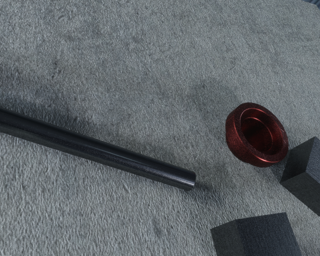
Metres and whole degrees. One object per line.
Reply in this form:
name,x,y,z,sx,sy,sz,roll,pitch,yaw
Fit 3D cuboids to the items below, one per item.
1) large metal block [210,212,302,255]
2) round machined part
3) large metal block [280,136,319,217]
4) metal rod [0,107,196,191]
large metal block,0.115,0.148,0.361,0.081,0.050,0.080,2,61,-28
round machined part,0.138,0.014,0.461,0.099,0.042,0.098,14,56,-21
large metal block,0.242,0.074,0.476,0.080,0.050,0.080,40,51,-2
metal rod,-0.097,0.016,0.342,0.302,0.025,0.025,20,54,-17
